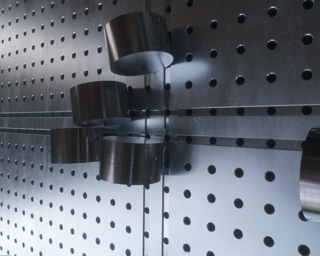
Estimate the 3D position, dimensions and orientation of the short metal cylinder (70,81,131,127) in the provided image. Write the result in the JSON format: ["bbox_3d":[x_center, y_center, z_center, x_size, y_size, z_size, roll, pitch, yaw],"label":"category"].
[{"bbox_3d":[-0.085,-0.032,0.441,0.080,0.081,0.050,-13,82,39],"label":"short metal cylinder"}]

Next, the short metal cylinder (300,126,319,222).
[{"bbox_3d":[0.151,0.039,0.249,0.050,0.081,0.079,2,92,40],"label":"short metal cylinder"}]

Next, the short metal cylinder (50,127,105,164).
[{"bbox_3d":[-0.125,0.026,0.474,0.080,0.081,0.050,-4,88,39],"label":"short metal cylinder"}]

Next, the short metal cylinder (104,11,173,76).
[{"bbox_3d":[-0.027,-0.104,0.394,0.080,0.081,0.050,-17,79,38],"label":"short metal cylinder"}]

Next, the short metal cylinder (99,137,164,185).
[{"bbox_3d":[-0.037,0.040,0.402,0.080,0.081,0.050,7,95,39],"label":"short metal cylinder"}]
